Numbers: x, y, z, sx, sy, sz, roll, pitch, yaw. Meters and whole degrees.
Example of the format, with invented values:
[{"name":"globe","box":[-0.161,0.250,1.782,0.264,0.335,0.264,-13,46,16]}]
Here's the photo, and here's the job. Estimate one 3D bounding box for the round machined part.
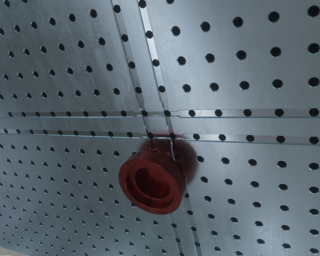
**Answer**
[{"name":"round machined part","box":[-0.007,0.075,0.451,0.098,0.042,0.097,13,124,21]}]
